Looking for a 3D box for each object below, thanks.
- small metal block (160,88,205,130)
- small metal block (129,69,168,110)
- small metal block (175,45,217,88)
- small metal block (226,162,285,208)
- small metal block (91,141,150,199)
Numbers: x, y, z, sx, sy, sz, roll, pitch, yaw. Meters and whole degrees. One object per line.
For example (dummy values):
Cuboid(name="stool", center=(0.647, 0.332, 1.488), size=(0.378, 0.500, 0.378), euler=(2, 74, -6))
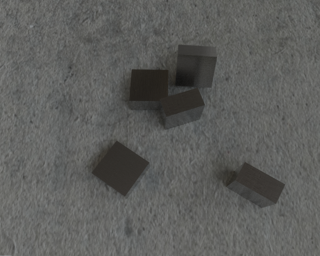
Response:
Cuboid(name="small metal block", center=(0.027, -0.024, 0.404), size=(0.050, 0.050, 0.025), euler=(-17, 72, -7))
Cuboid(name="small metal block", center=(-0.014, -0.052, 0.424), size=(0.050, 0.025, 0.050), euler=(1, 65, 1))
Cuboid(name="small metal block", center=(0.048, -0.084, 0.423), size=(0.050, 0.050, 0.025), euler=(4, 45, 1))
Cuboid(name="small metal block", center=(0.112, 0.069, 0.371), size=(0.050, 0.050, 0.025), euler=(30, 73, 10))
Cuboid(name="small metal block", center=(-0.048, 0.052, 0.388), size=(0.050, 0.025, 0.050), euler=(33, 73, 11))
